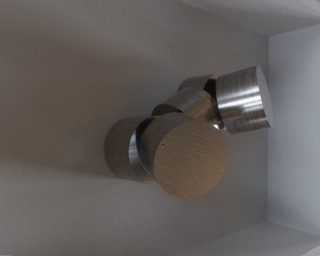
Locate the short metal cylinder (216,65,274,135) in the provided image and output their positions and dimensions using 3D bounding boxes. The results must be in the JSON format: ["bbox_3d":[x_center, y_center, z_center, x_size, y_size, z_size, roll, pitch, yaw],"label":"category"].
[{"bbox_3d":[0.110,-0.035,0.398,0.080,0.050,0.080,35,49,-52],"label":"short metal cylinder"}]

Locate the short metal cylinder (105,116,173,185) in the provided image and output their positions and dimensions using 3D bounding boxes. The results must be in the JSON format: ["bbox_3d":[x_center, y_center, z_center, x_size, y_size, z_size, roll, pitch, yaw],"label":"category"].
[{"bbox_3d":[-0.019,0.026,0.374,0.081,0.050,0.079,0,90,-40],"label":"short metal cylinder"}]

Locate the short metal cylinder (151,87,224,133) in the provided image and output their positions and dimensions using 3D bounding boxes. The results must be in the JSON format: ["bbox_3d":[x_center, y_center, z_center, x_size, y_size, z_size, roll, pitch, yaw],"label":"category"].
[{"bbox_3d":[0.035,-0.007,0.400,0.050,0.080,0.080,-37,113,-34],"label":"short metal cylinder"}]

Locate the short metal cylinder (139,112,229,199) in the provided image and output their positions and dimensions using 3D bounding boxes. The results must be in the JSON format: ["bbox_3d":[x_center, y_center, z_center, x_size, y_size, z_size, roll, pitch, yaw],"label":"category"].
[{"bbox_3d":[0.024,0.027,0.326,0.081,0.050,0.079,-5,104,-19],"label":"short metal cylinder"}]

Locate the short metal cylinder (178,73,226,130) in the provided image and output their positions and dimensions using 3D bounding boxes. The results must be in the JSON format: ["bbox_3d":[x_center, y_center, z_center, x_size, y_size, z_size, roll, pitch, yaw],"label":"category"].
[{"bbox_3d":[0.070,-0.037,0.449,0.081,0.050,0.079,0,90,-40],"label":"short metal cylinder"}]
